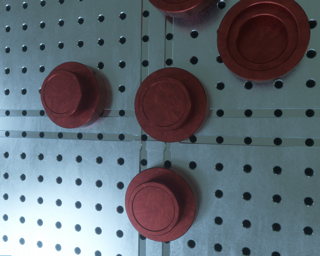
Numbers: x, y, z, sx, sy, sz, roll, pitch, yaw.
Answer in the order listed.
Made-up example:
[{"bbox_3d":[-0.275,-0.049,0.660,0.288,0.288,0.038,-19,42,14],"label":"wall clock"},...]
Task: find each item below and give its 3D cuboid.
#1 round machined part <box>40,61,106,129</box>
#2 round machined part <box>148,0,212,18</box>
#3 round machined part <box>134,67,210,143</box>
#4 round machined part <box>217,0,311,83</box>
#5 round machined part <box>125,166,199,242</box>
[{"bbox_3d":[-0.132,-0.048,0.448,0.098,0.042,0.097,0,90,19],"label":"round machined part"},{"bbox_3d":[0.030,-0.188,0.393,0.098,0.042,0.097,0,90,19],"label":"round machined part"},{"bbox_3d":[0.012,-0.030,0.399,0.098,0.042,0.097,0,90,19],"label":"round machined part"},{"bbox_3d":[0.119,-0.101,0.361,0.098,0.042,0.097,0,90,19],"label":"round machined part"},{"bbox_3d":[-0.002,0.100,0.403,0.098,0.042,0.097,0,90,19],"label":"round machined part"}]
